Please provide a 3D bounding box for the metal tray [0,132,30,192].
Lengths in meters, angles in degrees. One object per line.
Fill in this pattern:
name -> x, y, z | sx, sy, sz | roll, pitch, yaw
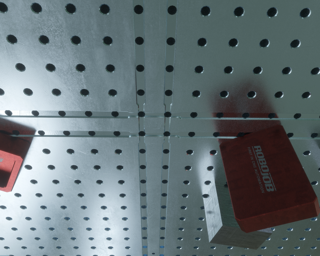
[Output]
metal tray -> -0.263, 0.037, 0.435 | 0.131, 0.030, 0.089 | 22, 127, -19

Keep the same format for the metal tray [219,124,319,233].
metal tray -> 0.132, 0.059, 0.396 | 0.090, 0.130, 0.030 | -19, 128, 15

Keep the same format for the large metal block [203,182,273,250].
large metal block -> 0.121, 0.140, 0.497 | 0.081, 0.080, 0.050 | 12, 129, -11
